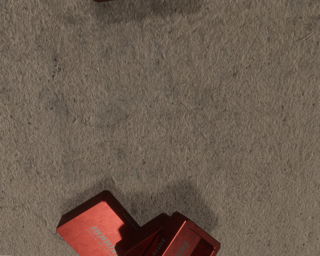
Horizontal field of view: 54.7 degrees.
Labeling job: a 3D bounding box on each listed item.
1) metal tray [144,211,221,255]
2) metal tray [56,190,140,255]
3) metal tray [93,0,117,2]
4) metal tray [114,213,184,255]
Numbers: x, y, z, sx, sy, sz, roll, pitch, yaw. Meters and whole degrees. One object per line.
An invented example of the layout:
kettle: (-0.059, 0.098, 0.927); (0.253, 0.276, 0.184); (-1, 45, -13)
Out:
metal tray: (0.020, 0.195, 0.434); (0.090, 0.030, 0.130); (45, 74, -30)
metal tray: (-0.078, 0.167, 0.468); (0.090, 0.030, 0.130); (-33, 107, 11)
metal tray: (-0.018, -0.192, 0.335); (0.131, 0.030, 0.089); (-7, 110, 2)
metal tray: (-0.003, 0.204, 0.459); (0.091, 0.030, 0.129); (-27, 112, -26)
